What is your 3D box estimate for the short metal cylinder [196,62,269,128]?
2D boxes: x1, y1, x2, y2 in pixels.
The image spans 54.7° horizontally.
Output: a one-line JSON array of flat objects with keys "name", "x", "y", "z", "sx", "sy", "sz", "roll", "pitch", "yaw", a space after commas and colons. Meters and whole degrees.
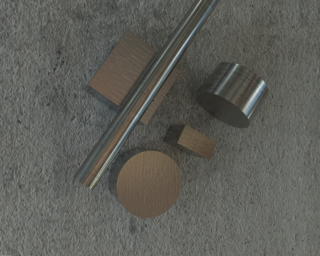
[{"name": "short metal cylinder", "x": 0.097, "y": -0.043, "z": 0.417, "sx": 0.080, "sy": 0.080, "sz": 0.050, "roll": 38, "pitch": 78, "yaw": -17}]

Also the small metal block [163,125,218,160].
[{"name": "small metal block", "x": 0.039, "y": 0.018, "z": 0.411, "sx": 0.050, "sy": 0.050, "sz": 0.025, "roll": 28, "pitch": 81, "yaw": -18}]

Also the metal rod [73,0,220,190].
[{"name": "metal rod", "x": -0.001, "y": -0.065, "z": 0.356, "sx": 0.025, "sy": 0.025, "sz": 0.300, "roll": 37, "pitch": 78, "yaw": -17}]

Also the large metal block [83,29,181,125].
[{"name": "large metal block", "x": -0.035, "y": -0.059, "z": 0.383, "sx": 0.080, "sy": 0.050, "sz": 0.080, "roll": 35, "pitch": 78, "yaw": -17}]

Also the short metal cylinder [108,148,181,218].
[{"name": "short metal cylinder", "x": -0.020, "y": 0.066, "z": 0.389, "sx": 0.081, "sy": 0.050, "sz": 0.079, "roll": 0, "pitch": 90, "yaw": -21}]
